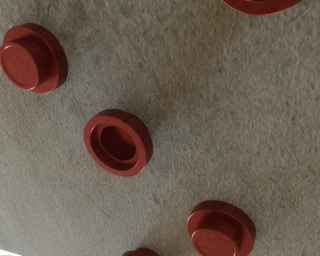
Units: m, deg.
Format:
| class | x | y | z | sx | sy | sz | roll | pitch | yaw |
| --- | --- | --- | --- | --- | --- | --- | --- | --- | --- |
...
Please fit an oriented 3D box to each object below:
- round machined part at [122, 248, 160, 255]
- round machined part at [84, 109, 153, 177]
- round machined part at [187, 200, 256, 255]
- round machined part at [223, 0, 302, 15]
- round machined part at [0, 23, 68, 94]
| class | x | y | z | sx | sy | sz | roll | pitch | yaw |
| --- | --- | --- | --- | --- | --- | --- | --- | --- | --- |
| round machined part | -0.028 | 0.261 | 0.570 | 0.098 | 0.042 | 0.097 | 13 | 124 | 20 |
| round machined part | -0.053 | 0.016 | 0.433 | 0.098 | 0.042 | 0.097 | 13 | 124 | 20 |
| round machined part | 0.085 | 0.156 | 0.447 | 0.098 | 0.042 | 0.097 | 13 | 124 | 20 |
| round machined part | 0.090 | -0.148 | 0.257 | 0.098 | 0.042 | 0.097 | 13 | 124 | 20 |
| round machined part | -0.182 | -0.092 | 0.432 | 0.098 | 0.042 | 0.097 | 13 | 124 | 20 |
